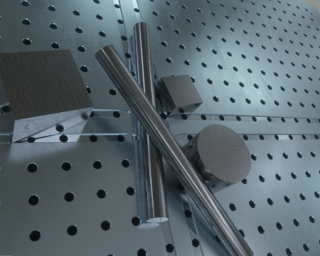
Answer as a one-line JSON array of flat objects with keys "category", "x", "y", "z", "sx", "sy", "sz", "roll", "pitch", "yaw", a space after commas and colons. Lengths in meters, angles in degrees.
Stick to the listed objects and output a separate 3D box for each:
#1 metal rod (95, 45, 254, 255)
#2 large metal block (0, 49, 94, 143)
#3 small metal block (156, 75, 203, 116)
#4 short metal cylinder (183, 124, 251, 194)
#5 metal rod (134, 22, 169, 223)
[{"category": "metal rod", "x": 0.017, "y": 0.032, "z": 0.370, "sx": 0.025, "sy": 0.025, "sz": 0.299, "roll": -34, "pitch": 90, "yaw": -38}, {"category": "large metal block", "x": -0.131, "y": -0.038, "z": 0.345, "sx": 0.081, "sy": 0.050, "sz": 0.080, "roll": -14, "pitch": 69, "yaw": -34}, {"category": "small metal block", "x": 0.028, "y": -0.049, "z": 0.455, "sx": 0.050, "sy": 0.025, "sz": 0.050, "roll": -12, "pitch": 68, "yaw": -33}, {"category": "short metal cylinder", "x": 0.071, "y": 0.042, "z": 0.407, "sx": 0.081, "sy": 0.050, "sz": 0.080, "roll": 14, "pitch": 56, "yaw": -21}, {"category": "metal rod", "x": -0.016, "y": -0.028, "z": 0.417, "sx": 0.025, "sy": 0.025, "sz": 0.299, "roll": 9, "pitch": 58, "yaw": -24}]
